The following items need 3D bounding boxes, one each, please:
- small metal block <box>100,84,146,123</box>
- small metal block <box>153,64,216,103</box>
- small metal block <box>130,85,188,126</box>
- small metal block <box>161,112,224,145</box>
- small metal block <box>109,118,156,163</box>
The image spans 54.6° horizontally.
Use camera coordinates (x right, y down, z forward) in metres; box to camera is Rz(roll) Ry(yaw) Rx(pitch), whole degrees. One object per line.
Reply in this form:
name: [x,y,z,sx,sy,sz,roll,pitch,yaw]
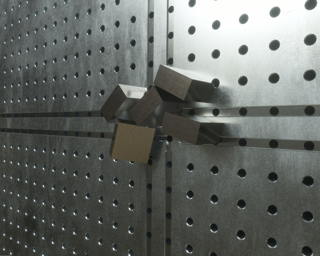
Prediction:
small metal block: [-0.047,-0.032,0.433,0.050,0.050,0.025,-49,61,29]
small metal block: [0.029,-0.053,0.370,0.050,0.050,0.025,33,111,35]
small metal block: [-0.001,-0.027,0.395,0.050,0.050,0.025,-43,64,31]
small metal block: [0.038,0.000,0.363,0.050,0.050,0.025,19,102,38]
small metal block: [-0.038,0.017,0.422,0.025,0.050,0.050,-136,57,-69]
